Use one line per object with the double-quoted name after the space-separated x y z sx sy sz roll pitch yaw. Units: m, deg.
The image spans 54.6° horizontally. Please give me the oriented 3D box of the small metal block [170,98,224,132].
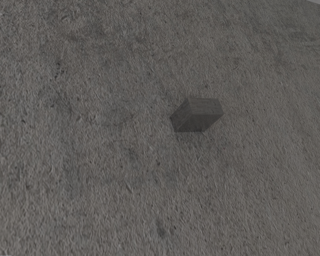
0.050 -0.017 0.424 0.050 0.050 0.025 -1 63 -29 "small metal block"
